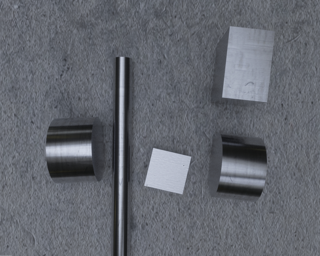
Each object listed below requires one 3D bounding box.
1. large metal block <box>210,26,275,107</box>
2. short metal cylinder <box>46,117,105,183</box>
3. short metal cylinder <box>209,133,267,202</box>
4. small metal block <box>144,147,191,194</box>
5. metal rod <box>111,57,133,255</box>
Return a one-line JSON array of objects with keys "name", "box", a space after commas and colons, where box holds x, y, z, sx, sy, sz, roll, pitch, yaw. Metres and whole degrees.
[{"name": "large metal block", "box": [0.098, -0.071, 0.383, 0.050, 0.080, 0.080, 6, 90, 0]}, {"name": "short metal cylinder", "box": [-0.101, 0.027, 0.382, 0.050, 0.080, 0.079, -3, 90, 0]}, {"name": "short metal cylinder", "box": [0.093, 0.048, 0.383, 0.050, 0.080, 0.080, 7, 90, 0]}, {"name": "small metal block", "box": [0.010, 0.055, 0.410, 0.050, 0.025, 0.050, 13, 90, 0]}, {"name": "metal rod", "box": [-0.051, 0.058, 0.409, 0.025, 0.025, 0.298, 1, 90, 0]}]
